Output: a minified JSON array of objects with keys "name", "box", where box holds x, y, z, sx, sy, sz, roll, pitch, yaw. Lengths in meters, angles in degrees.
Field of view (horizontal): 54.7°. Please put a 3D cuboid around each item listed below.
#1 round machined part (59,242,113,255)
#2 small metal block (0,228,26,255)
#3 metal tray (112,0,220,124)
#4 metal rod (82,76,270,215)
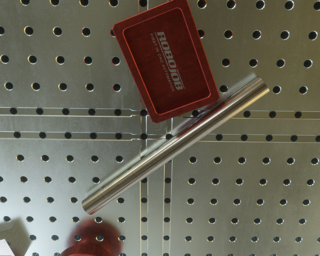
[{"name":"round machined part","box":[-0.114,0.220,0.484,0.099,0.042,0.097,0,110,0]},{"name":"small metal block","box":[-0.247,0.189,0.481,0.050,0.025,0.050,-16,110,5]},{"name":"metal tray","box":[0.010,-0.080,0.380,0.090,0.030,0.129,-20,109,7]},{"name":"metal rod","box":[0.013,0.030,0.424,0.300,0.025,0.025,-36,106,12]}]
